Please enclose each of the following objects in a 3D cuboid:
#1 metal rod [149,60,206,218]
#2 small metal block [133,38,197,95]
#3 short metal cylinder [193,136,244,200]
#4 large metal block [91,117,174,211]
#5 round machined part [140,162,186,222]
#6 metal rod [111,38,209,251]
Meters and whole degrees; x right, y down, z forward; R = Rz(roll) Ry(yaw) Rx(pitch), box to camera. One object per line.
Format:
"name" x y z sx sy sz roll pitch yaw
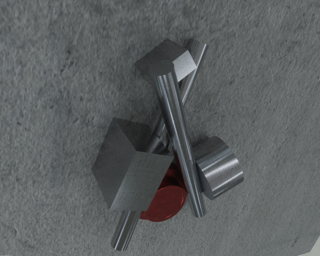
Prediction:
"metal rod" 0.033 0.040 0.408 0.025 0.025 0.299 -29 137 -10
"small metal block" 0.005 -0.071 0.352 0.050 0.050 0.025 -38 130 -3
"short metal cylinder" 0.077 0.058 0.453 0.050 0.080 0.080 -29 129 -11
"large metal block" -0.037 0.044 0.381 0.050 0.080 0.079 12 112 -34
"round machined part" 0.000 0.101 0.462 0.099 0.042 0.097 -14 125 -21
"metal rod" -0.005 0.032 0.407 0.025 0.025 0.298 12 106 -34
